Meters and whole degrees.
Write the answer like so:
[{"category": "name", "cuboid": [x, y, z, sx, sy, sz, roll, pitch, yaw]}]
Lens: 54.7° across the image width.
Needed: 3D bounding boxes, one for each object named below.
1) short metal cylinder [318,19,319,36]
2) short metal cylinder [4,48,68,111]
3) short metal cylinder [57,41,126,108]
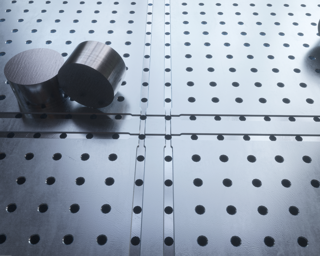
[{"category": "short metal cylinder", "cuboid": [0.322, -0.182, 0.529, 0.080, 0.080, 0.050, 32, 57, 23]}, {"category": "short metal cylinder", "cuboid": [-0.174, -0.071, 0.449, 0.081, 0.050, 0.080, 0, 50, 0]}, {"category": "short metal cylinder", "cuboid": [-0.094, -0.074, 0.433, 0.080, 0.080, 0.050, 12, 51, 9]}]
